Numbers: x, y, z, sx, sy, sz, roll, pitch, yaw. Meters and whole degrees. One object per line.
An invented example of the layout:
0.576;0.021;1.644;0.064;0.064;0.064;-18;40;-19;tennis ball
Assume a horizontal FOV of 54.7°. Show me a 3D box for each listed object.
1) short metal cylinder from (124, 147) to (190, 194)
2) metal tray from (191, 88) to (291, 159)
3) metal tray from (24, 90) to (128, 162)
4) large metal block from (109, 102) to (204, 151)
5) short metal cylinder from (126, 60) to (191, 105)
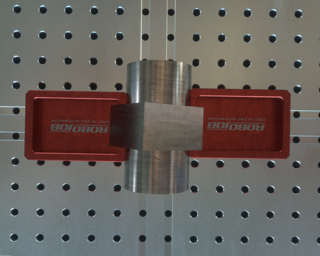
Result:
-0.004;0.049;0.385;0.081;0.080;0.050;2;90;0;short metal cylinder
0.102;-0.005;0.411;0.131;0.030;0.089;1;90;0;metal tray
-0.107;-0.003;0.409;0.131;0.030;0.089;1;90;0;metal tray
-0.006;-0.001;0.371;0.081;0.080;0.050;2;90;-34;large metal block
-0.001;-0.051;0.385;0.081;0.080;0.050;1;90;0;short metal cylinder
